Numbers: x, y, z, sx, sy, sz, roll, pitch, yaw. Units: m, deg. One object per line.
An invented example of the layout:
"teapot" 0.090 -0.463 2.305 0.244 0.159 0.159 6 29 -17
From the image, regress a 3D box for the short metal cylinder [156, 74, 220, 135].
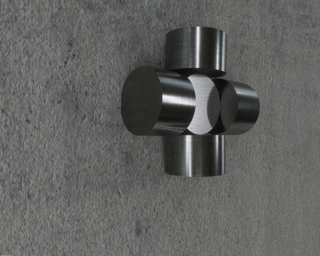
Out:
"short metal cylinder" 0.037 -0.031 0.423 0.081 0.050 0.079 0 90 -40

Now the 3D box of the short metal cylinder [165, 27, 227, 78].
"short metal cylinder" 0.048 -0.097 0.411 0.081 0.080 0.050 2 89 -40

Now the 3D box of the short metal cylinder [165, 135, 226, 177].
"short metal cylinder" 0.046 0.034 0.411 0.081 0.080 0.050 0 89 -40

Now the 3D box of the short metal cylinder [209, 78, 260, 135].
"short metal cylinder" 0.097 -0.030 0.454 0.050 0.080 0.079 3 89 -40

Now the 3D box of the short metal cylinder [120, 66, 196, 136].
"short metal cylinder" -0.004 -0.030 0.369 0.050 0.080 0.079 3 89 -40
